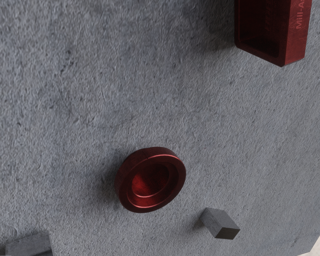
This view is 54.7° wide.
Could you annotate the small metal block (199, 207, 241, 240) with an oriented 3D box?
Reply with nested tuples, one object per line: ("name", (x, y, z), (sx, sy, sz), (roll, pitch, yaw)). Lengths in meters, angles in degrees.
("small metal block", (0.108, 0.173, 0.559), (0.050, 0.050, 0.025), (20, 108, -36))

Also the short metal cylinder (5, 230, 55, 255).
("short metal cylinder", (-0.160, 0.178, 0.395), (0.050, 0.080, 0.079), (-14, 124, -21))

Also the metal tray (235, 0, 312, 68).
("metal tray", (0.122, -0.144, 0.344), (0.030, 0.090, 0.129), (-22, 127, -16))

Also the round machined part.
("round machined part", (-0.017, 0.067, 0.430), (0.099, 0.042, 0.097), (-14, 125, -21))
